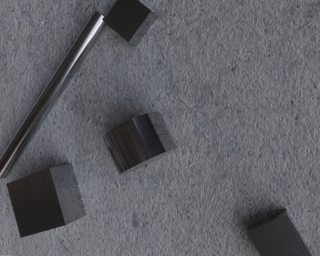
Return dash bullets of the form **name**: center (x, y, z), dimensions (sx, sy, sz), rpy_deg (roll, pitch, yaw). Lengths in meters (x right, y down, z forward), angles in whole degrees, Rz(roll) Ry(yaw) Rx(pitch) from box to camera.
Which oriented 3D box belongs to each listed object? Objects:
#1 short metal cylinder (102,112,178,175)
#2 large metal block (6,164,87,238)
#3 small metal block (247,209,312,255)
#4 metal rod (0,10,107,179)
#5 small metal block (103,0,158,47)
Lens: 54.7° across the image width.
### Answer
- **short metal cylinder**: center (-0.025, 0.020, 0.388), dimensions (0.080, 0.080, 0.050), rpy_deg (-28, 81, 18)
- **large metal block**: center (-0.165, 0.105, 0.454), dimensions (0.080, 0.050, 0.080), rpy_deg (-20, 83, 19)
- **small metal block**: center (0.138, 0.130, 0.360), dimensions (0.050, 0.025, 0.050), rpy_deg (-31, 80, 17)
- **metal rod**: center (-0.170, -0.043, 0.468), dimensions (0.025, 0.025, 0.299), rpy_deg (41, 102, 15)
- **small metal block**: center (-0.040, -0.149, 0.423), dimensions (0.050, 0.025, 0.050), rpy_deg (42, 103, 15)
